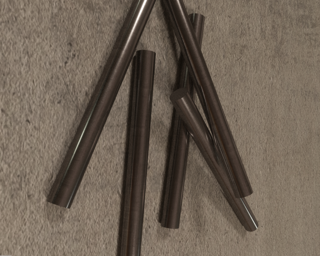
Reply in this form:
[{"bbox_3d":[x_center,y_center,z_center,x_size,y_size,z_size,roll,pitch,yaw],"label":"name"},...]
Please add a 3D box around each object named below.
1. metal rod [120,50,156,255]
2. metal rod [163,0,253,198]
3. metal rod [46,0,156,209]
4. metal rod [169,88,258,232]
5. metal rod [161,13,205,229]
[{"bbox_3d":[-0.029,0.054,0.382,0.025,0.025,0.298,7,86,-40],"label":"metal rod"},{"bbox_3d":[0.062,-0.050,0.417,0.025,0.025,0.299,-21,91,-38],"label":"metal rod"},{"bbox_3d":[-0.056,-0.057,0.359,0.025,0.025,0.299,32,70,-36],"label":"metal rod"},{"bbox_3d":[0.092,0.064,0.463,0.025,0.025,0.299,-52,127,-27],"label":"metal rod"},{"bbox_3d":[0.033,-0.014,0.434,0.025,0.025,0.298,13,82,-40],"label":"metal rod"}]
